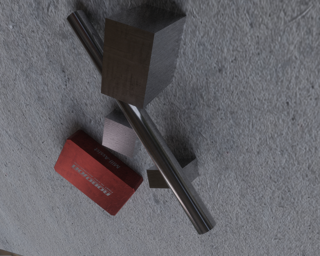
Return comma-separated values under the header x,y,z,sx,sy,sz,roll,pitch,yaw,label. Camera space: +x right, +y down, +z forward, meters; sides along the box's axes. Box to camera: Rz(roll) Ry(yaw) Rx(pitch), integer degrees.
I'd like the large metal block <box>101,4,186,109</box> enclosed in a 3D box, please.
x,y,z,sx,sy,sz,roll,pitch,yaw,label
-0.017,-0.079,0.330,0.050,0.080,0.079,22,127,14,large metal block

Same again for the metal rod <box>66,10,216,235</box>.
x,y,z,sx,sy,sz,roll,pitch,yaw,label
-0.023,-0.008,0.371,0.025,0.025,0.299,-34,87,38,metal rod

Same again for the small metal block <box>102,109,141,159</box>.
x,y,z,sx,sy,sz,roll,pitch,yaw,label
-0.051,0.008,0.438,0.050,0.025,0.050,23,127,13,small metal block

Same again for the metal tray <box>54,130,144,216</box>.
x,y,z,sx,sy,sz,roll,pitch,yaw,label
-0.102,0.074,0.501,0.130,0.030,0.089,38,129,2,metal tray

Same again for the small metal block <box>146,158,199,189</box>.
x,y,z,sx,sy,sz,roll,pitch,yaw,label
0.018,0.060,0.414,0.050,0.050,0.025,-5,100,30,small metal block
